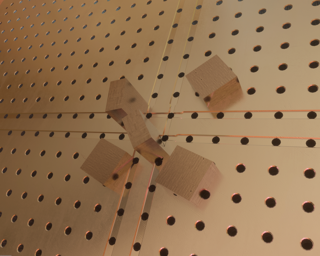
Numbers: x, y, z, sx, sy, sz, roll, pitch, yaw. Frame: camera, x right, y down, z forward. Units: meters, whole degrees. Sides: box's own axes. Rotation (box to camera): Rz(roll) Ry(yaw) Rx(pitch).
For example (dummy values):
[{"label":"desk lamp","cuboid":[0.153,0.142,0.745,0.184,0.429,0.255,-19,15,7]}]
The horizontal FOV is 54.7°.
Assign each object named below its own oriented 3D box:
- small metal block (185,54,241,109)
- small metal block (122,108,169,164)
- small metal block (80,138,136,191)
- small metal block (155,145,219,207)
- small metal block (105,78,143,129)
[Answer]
[{"label":"small metal block","cuboid":[0.070,-0.061,0.409,0.050,0.025,0.050,-34,52,5]},{"label":"small metal block","cuboid":[-0.019,0.011,0.394,0.025,0.050,0.050,-32,52,7]},{"label":"small metal block","cuboid":[-0.070,0.048,0.414,0.050,0.025,0.050,25,75,36]},{"label":"small metal block","cuboid":[0.031,0.055,0.358,0.050,0.025,0.050,24,74,36]},{"label":"small metal block","cuboid":[-0.049,-0.034,0.437,0.025,0.050,0.050,-10,58,23]}]
